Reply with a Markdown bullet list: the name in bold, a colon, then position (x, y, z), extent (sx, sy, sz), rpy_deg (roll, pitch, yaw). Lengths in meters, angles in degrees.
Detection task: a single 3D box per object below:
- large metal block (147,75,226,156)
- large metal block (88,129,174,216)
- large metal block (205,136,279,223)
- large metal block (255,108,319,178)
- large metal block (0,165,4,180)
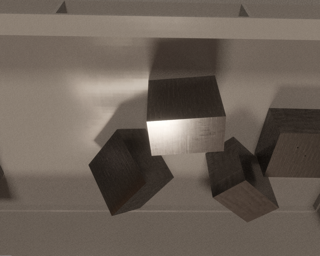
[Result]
- **large metal block**: position (0.028, -0.016, 0.360), extent (0.080, 0.080, 0.050), rpy_deg (-4, 130, 3)
- **large metal block**: position (-0.041, 0.057, 0.412), extent (0.050, 0.080, 0.080), rpy_deg (-1, 142, -48)
- **large metal block**: position (0.114, 0.073, 0.437), extent (0.050, 0.080, 0.080), rpy_deg (-36, 122, 26)
- **large metal block**: position (0.182, 0.021, 0.413), extent (0.081, 0.050, 0.079), rpy_deg (1, 130, -2)
- **large metal block**: position (-0.267, 0.066, 0.425), extent (0.050, 0.080, 0.079), rpy_deg (1, 130, -1)
